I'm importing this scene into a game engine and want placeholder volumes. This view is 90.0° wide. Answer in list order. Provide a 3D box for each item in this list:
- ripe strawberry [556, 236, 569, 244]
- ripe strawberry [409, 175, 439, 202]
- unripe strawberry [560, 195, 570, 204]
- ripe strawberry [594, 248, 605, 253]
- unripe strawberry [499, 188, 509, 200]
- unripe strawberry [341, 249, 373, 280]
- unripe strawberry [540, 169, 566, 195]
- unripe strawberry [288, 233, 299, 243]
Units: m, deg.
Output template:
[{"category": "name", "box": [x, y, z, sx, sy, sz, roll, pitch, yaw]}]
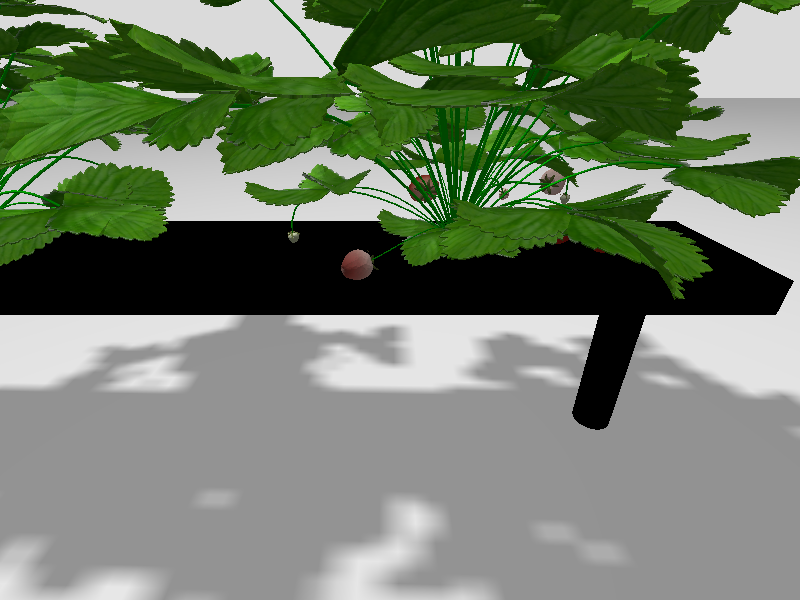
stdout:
[{"category": "ripe strawberry", "box": [0.143, -0.068, 0.362, 0.038, 0.032, 0.038, 0, 29, 0]}, {"category": "ripe strawberry", "box": [0.028, -0.137, 0.490, 0.037, 0.032, 0.037, -4, 28, -7]}, {"category": "unripe strawberry", "box": [0.192, -0.117, 0.468, 0.011, 0.011, 0.010, -21, 35, -34]}, {"category": "ripe strawberry", "box": [0.178, -0.055, 0.343, 0.031, 0.030, 0.034, 5, 29, 8]}, {"category": "unripe strawberry", "box": [0.131, -0.132, 0.502, 0.012, 0.014, 0.014, 14, 9, 24]}, {"category": "unripe strawberry", "box": [-0.033, -0.025, 0.298, 0.024, 0.023, 0.022, -24, 37, -36]}, {"category": "unripe strawberry", "box": [0.203, -0.156, 0.528, 0.032, 0.033, 0.034, 21, 34, 34]}, {"category": "unripe strawberry", "box": [-0.096, -0.056, 0.361, 0.010, 0.010, 0.009, -1, 29, -2]}]
